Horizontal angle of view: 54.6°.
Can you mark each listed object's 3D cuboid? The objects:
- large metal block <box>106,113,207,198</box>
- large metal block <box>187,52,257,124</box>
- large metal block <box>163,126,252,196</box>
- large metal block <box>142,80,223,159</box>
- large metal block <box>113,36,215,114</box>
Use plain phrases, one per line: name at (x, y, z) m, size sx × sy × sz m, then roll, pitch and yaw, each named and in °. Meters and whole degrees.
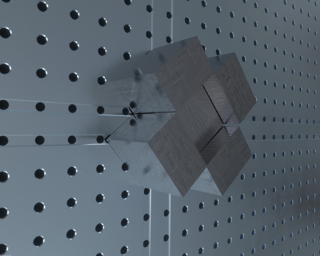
large metal block at (-0.004, 0.030, 0.368) m, size 0.050 × 0.080 × 0.080 m, roll -46°, pitch 118°, yaw -30°
large metal block at (0.075, -0.052, 0.435) m, size 0.050 × 0.080 × 0.080 m, roll -46°, pitch 118°, yaw -30°
large metal block at (0.066, 0.041, 0.429) m, size 0.080 × 0.080 × 0.050 m, roll -44°, pitch 117°, yaw -31°
large metal block at (0.027, -0.011, 0.413) m, size 0.080 × 0.050 × 0.080 m, roll -45°, pitch 116°, yaw -28°
large metal block at (0.005, -0.062, 0.376) m, size 0.080 × 0.080 × 0.050 m, roll -46°, pitch 118°, yaw -30°
